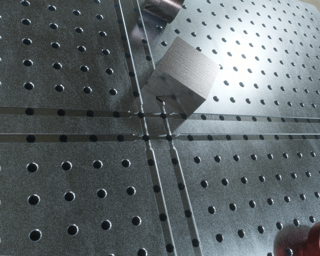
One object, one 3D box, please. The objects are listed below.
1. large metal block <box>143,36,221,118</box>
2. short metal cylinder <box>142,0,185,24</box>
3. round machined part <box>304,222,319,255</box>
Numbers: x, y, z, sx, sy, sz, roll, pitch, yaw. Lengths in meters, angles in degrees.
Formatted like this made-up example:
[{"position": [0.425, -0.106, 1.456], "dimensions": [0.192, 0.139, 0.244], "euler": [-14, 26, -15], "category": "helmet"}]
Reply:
[{"position": [0.034, -0.076, 0.458], "dimensions": [0.080, 0.050, 0.080], "euler": [33, 51, -7], "category": "large metal block"}, {"position": [0.010, -0.223, 0.516], "dimensions": [0.050, 0.080, 0.080], "euler": [21, 54, -16], "category": "short metal cylinder"}, {"position": [0.237, 0.177, 0.420], "dimensions": [0.099, 0.042, 0.098], "euler": [14, 56, -21], "category": "round machined part"}]
